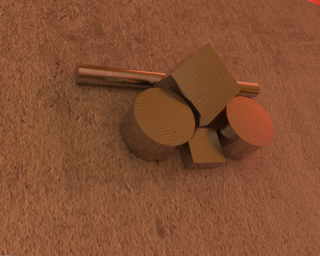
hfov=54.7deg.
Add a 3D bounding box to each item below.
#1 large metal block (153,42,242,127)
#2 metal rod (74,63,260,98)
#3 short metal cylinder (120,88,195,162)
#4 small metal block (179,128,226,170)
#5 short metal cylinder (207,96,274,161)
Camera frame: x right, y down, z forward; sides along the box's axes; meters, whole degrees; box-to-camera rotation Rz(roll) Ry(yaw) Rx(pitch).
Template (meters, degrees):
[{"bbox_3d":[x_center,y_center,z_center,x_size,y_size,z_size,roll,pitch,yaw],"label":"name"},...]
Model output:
[{"bbox_3d":[0.052,-0.057,0.429,0.080,0.050,0.080,-44,103,-26],"label":"large metal block"},{"bbox_3d":[0.029,-0.067,0.461,0.303,0.025,0.025,1,62,-28],"label":"metal rod"},{"bbox_3d":[-0.004,-0.003,0.388,0.081,0.050,0.080,14,56,-21],"label":"short metal cylinder"},{"bbox_3d":[0.054,0.028,0.418,0.050,0.025,0.050,2,61,-27],"label":"small metal block"},{"bbox_3d":[0.116,0.001,0.451,0.081,0.050,0.080,14,56,-21],"label":"short metal cylinder"}]
